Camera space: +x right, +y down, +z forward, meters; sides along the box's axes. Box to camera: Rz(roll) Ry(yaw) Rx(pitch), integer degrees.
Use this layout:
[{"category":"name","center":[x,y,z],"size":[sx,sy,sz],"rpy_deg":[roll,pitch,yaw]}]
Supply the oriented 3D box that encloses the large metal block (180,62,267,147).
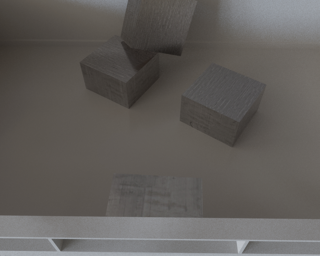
[{"category":"large metal block","center":[0.083,-0.033,0.417],"size":[0.080,0.050,0.080],"rpy_deg":[28,55,22]}]

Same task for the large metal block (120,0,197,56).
[{"category":"large metal block","center":[-0.004,-0.156,0.447],"size":[0.081,0.079,0.050],"rpy_deg":[2,29,-28]}]

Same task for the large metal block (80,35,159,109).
[{"category":"large metal block","center":[-0.057,-0.085,0.460],"size":[0.080,0.050,0.080],"rpy_deg":[26,55,20]}]

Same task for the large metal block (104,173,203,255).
[{"category":"large metal block","center":[-0.004,0.088,0.295],"size":[0.080,0.080,0.050],"rpy_deg":[3,50,2]}]
